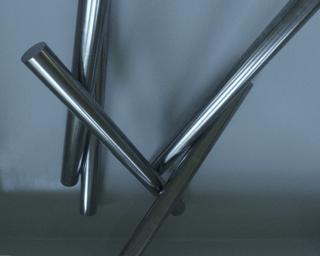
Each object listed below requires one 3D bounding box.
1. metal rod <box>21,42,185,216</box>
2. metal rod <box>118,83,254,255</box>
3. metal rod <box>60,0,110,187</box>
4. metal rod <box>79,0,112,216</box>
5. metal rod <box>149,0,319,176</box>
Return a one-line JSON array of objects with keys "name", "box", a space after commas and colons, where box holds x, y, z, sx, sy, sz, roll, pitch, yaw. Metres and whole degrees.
[{"name": "metal rod", "box": [-0.040, 0.027, 0.358, 0.025, 0.025, 0.300, -27, 132, 10]}, {"name": "metal rod", "box": [0.025, 0.066, 0.393, 0.025, 0.025, 0.299, 33, 91, -11]}, {"name": "metal rod", "box": [-0.087, -0.028, 0.337, 0.025, 0.025, 0.298, 16, 134, -6]}, {"name": "metal rod", "box": [-0.086, -0.017, 0.404, 0.025, 0.025, 0.298, 7, 110, -3]}, {"name": "metal rod", "box": [0.063, -0.029, 0.349, 0.025, 0.025, 0.298, 31, 127, -11]}]
